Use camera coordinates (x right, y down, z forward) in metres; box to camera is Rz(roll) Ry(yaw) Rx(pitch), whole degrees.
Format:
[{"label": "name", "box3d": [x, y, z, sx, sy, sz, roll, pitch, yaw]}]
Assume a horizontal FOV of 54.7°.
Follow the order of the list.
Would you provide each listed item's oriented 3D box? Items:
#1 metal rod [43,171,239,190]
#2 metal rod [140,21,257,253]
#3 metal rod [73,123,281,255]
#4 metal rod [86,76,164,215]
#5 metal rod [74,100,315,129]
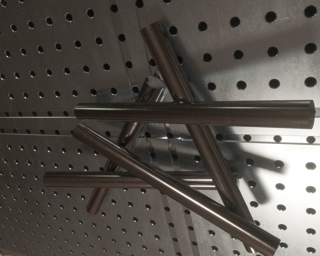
[{"label": "metal rod", "box3d": [-0.040, 0.076, 0.451, 0.301, 0.025, 0.025, -3, 117, 20]}, {"label": "metal rod", "box3d": [0.055, 0.018, 0.370, 0.025, 0.025, 0.299, -20, 101, 35]}, {"label": "metal rod", "box3d": [0.005, 0.069, 0.399, 0.300, 0.025, 0.025, 28, 128, 21]}, {"label": "metal rod", "box3d": [-0.064, 0.046, 0.471, 0.025, 0.025, 0.298, 34, 129, 5]}, {"label": "metal rod", "box3d": [0.008, -0.017, 0.350, 0.300, 0.025, 0.025, 3, 120, 37]}]
